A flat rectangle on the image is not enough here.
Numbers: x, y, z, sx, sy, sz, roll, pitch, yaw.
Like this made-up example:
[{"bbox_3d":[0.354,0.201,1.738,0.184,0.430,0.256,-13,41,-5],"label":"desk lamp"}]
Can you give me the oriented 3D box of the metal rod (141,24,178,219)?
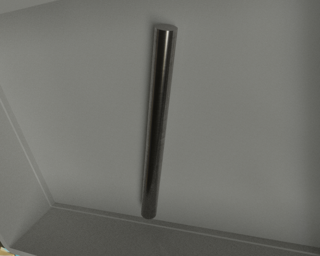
[{"bbox_3d":[-0.006,0.014,0.418,0.025,0.025,0.298,18,126,18],"label":"metal rod"}]
